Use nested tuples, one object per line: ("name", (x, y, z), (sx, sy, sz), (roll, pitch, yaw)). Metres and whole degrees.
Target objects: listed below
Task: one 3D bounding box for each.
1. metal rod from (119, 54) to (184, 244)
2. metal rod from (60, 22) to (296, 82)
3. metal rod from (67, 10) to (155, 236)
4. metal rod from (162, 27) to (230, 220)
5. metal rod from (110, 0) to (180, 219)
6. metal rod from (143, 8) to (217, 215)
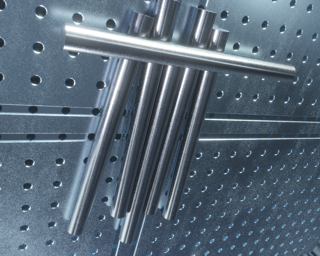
("metal rod", (-0.017, 0.042, 0.427), (0.025, 0.025, 0.298), (1, 118, -29))
("metal rod", (0.044, -0.079, 0.353), (0.302, 0.025, 0.025), (2, 118, -29))
("metal rod", (-0.067, 0.011, 0.379), (0.025, 0.025, 0.298), (7, 115, -32))
("metal rod", (0.044, 0.011, 0.442), (0.025, 0.025, 0.298), (-2, 120, -27))
("metal rod", (-0.026, -0.007, 0.392), (0.025, 0.025, 0.298), (1, 118, -29))
("metal rod", (0.018, -0.005, 0.419), (0.025, 0.025, 0.298), (1, 118, -29))
